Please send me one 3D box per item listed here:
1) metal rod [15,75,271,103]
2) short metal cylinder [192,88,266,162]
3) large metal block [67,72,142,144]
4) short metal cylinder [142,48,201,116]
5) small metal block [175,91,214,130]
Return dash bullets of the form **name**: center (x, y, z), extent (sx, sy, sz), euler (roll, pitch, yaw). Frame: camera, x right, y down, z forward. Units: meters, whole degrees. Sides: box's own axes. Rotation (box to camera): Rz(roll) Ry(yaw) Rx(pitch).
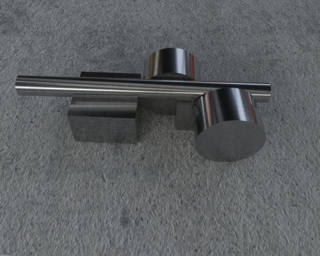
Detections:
- **metal rod**: center (-0.019, -0.048, 0.378), extent (0.302, 0.025, 0.025), euler (2, 50, -1)
- **short metal cylinder**: center (0.080, -0.002, 0.371), extent (0.081, 0.080, 0.050), euler (0, 50, -1)
- **large metal block**: center (-0.067, -0.027, 0.407), extent (0.081, 0.050, 0.080), euler (3, 50, 1)
- **short metal cylinder**: center (0.016, -0.061, 0.421), extent (0.081, 0.080, 0.050), euler (2, 50, 1)
- **small metal block**: center (0.046, -0.022, 0.406), extent (0.050, 0.050, 0.025), euler (1, 50, 0)
